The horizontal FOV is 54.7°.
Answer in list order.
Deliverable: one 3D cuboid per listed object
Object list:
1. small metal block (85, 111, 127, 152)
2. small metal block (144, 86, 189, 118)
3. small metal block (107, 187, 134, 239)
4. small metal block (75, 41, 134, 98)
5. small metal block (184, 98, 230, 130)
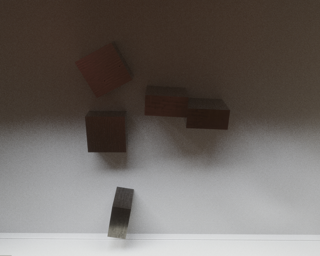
[{"bbox_3d":[-0.070,0.005,0.412,0.050,0.025,0.050,0,110,-1],"label":"small metal block"},{"bbox_3d":[0.007,-0.034,0.386,0.050,0.050,0.025,3,110,-2],"label":"small metal block"},{"bbox_3d":[-0.055,0.120,0.442,0.025,0.050,0.050,10,110,-4],"label":"small metal block"},{"bbox_3d":[-0.068,-0.073,0.384,0.050,0.025,0.050,-26,108,9],"label":"small metal block"},{"bbox_3d":[0.057,-0.019,0.392,0.050,0.050,0.025,2,110,-1],"label":"small metal block"}]
